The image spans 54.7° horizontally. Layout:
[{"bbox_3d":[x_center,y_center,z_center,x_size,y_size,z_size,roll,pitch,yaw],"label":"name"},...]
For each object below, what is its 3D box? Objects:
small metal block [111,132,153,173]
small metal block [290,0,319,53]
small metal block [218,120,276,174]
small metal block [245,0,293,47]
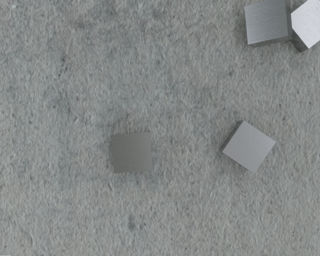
[{"bbox_3d":[-0.036,0.032,0.410,0.050,0.025,0.050,-4,90,-1],"label":"small metal block"},{"bbox_3d":[0.196,-0.137,0.413,0.050,0.025,0.050,-39,91,0],"label":"small metal block"},{"bbox_3d":[0.115,0.024,0.412,0.050,0.025,0.050,34,90,-1],"label":"small metal block"},{"bbox_3d":[0.140,-0.136,0.399,0.050,0.025,0.050,-5,90,36],"label":"small metal block"}]
